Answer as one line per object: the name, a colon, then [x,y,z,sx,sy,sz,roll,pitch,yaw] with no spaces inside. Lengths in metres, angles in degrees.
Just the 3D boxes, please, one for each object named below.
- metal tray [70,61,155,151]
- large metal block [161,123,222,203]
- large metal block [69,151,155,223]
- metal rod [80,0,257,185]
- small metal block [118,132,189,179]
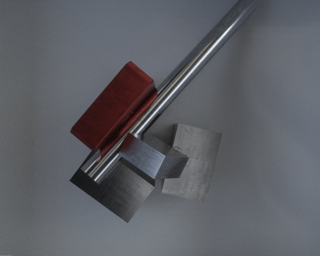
metal tray: [-0.045,-0.022,0.357,0.030,0.130,0.090,40,91,0]
large metal block: [0.035,0.039,0.384,0.050,0.080,0.080,14,90,0]
large metal block: [-0.053,0.062,0.383,0.080,0.080,0.050,36,90,-1]
metal rod: [0.022,-0.057,0.365,0.025,0.025,0.301,42,72,0]
small metal block: [-0.006,0.029,0.323,0.050,0.050,0.025,30,99,31]
